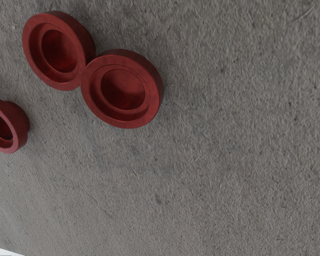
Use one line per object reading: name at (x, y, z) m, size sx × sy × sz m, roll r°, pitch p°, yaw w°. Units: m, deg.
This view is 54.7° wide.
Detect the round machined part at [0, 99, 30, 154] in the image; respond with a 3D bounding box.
round machined part at (-0.265, -0.008, 0.531) m, size 0.098 × 0.042 × 0.097 m, roll 13°, pitch 124°, yaw 20°

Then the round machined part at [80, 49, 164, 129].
round machined part at (-0.043, -0.050, 0.380) m, size 0.098 × 0.042 × 0.097 m, roll 8°, pitch 126°, yaw 11°

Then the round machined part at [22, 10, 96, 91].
round machined part at (-0.123, -0.101, 0.399) m, size 0.098 × 0.042 × 0.097 m, roll 13°, pitch 124°, yaw 21°
